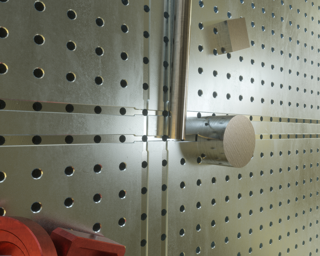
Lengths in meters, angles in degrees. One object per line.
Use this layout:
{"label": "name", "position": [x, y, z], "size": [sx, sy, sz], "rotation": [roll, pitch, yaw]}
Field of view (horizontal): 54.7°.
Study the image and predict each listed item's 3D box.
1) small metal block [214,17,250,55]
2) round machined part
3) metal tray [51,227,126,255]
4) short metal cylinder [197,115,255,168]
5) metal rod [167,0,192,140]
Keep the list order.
{"label": "small metal block", "position": [0.120, -0.152, 0.513], "size": [0.050, 0.025, 0.050], "rotation": [-23, 105, -38]}
{"label": "round machined part", "position": [-0.130, 0.126, 0.265], "size": [0.042, 0.098, 0.098], "rotation": [50, 54, -68]}
{"label": "metal tray", "position": [-0.093, 0.175, 0.313], "size": [0.090, 0.030, 0.130], "rotation": [42, 64, -51]}
{"label": "short metal cylinder", "position": [0.104, 0.020, 0.483], "size": [0.081, 0.050, 0.079], "rotation": [0, 91, -40]}
{"label": "metal rod", "position": [0.031, -0.133, 0.436], "size": [0.025, 0.025, 0.298], "rotation": [5, 87, -40]}
